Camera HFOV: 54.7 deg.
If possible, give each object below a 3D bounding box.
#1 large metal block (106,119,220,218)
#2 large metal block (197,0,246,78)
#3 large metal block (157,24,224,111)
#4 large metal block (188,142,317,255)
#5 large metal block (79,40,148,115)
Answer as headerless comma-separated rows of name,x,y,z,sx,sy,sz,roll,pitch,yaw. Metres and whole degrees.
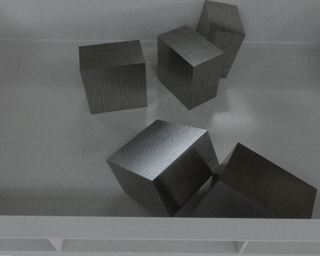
large metal block,0.004,0.038,0.336,0.080,0.050,0.080,-39,32,-28
large metal block,0.087,-0.137,0.480,0.050,0.079,0.080,7,50,-8
large metal block,0.040,-0.086,0.442,0.050,0.080,0.080,-28,56,-21
large metal block,0.084,0.073,0.295,0.080,0.079,0.050,32,50,8
large metal block,-0.062,-0.069,0.427,0.081,0.080,0.050,-9,51,-7
